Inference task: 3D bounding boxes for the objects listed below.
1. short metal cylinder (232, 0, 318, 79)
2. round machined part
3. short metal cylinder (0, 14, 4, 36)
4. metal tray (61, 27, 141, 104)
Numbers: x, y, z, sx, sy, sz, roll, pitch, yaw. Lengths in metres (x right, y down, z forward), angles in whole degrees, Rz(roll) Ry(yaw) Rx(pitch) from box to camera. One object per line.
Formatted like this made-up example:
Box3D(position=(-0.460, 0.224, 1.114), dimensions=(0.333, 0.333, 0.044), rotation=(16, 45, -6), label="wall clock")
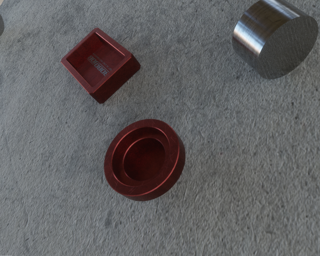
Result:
Box3D(position=(0.133, -0.104, 0.363), dimensions=(0.080, 0.080, 0.050), rotation=(-35, 51, 5), label="short metal cylinder")
Box3D(position=(-0.015, 0.041, 0.376), dimensions=(0.098, 0.042, 0.098), rotation=(-13, 56, 21), label="round machined part")
Box3D(position=(-0.431, -0.254, 0.750), dimensions=(0.050, 0.080, 0.080), rotation=(1, 62, 29), label="short metal cylinder")
Box3D(position=(-0.103, -0.108, 0.520), dimensions=(0.090, 0.030, 0.130), rotation=(-44, 51, -3), label="metal tray")
